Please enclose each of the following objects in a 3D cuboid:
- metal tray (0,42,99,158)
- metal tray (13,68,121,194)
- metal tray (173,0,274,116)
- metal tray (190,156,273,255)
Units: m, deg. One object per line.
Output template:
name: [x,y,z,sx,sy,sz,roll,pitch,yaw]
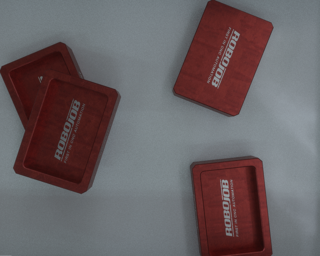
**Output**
metal tray: [-0.138,-0.035,0.407,0.090,0.030,0.129,-23,90,0]
metal tray: [-0.111,0.004,0.377,0.090,0.030,0.129,18,90,0]
metal tray: [0.081,-0.090,0.409,0.090,0.030,0.129,22,90,0]
metal tray: [0.092,0.106,0.409,0.091,0.030,0.129,-6,90,0]
